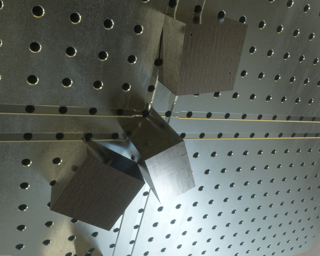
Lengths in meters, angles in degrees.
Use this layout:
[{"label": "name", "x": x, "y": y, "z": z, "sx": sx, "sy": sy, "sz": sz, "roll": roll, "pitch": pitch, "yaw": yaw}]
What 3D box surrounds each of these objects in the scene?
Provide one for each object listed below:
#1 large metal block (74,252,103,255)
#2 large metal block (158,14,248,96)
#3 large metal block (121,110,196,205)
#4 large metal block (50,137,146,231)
[{"label": "large metal block", "x": -0.117, "y": 0.250, "z": 0.468, "sx": 0.050, "sy": 0.080, "sz": 0.080, "roll": 26, "pitch": 104, "yaw": -38}, {"label": "large metal block", "x": 0.048, "y": -0.088, "z": 0.369, "sx": 0.081, "sy": 0.050, "sz": 0.079, "roll": -8, "pitch": 122, "yaw": -25}, {"label": "large metal block", "x": -0.002, "y": 0.036, "z": 0.398, "sx": 0.050, "sy": 0.080, "sz": 0.080, "roll": -26, "pitch": 128, "yaw": -13}, {"label": "large metal block", "x": -0.078, "y": 0.070, "z": 0.387, "sx": 0.080, "sy": 0.050, "sz": 0.080, "roll": 31, "pitch": 102, "yaw": -26}]
